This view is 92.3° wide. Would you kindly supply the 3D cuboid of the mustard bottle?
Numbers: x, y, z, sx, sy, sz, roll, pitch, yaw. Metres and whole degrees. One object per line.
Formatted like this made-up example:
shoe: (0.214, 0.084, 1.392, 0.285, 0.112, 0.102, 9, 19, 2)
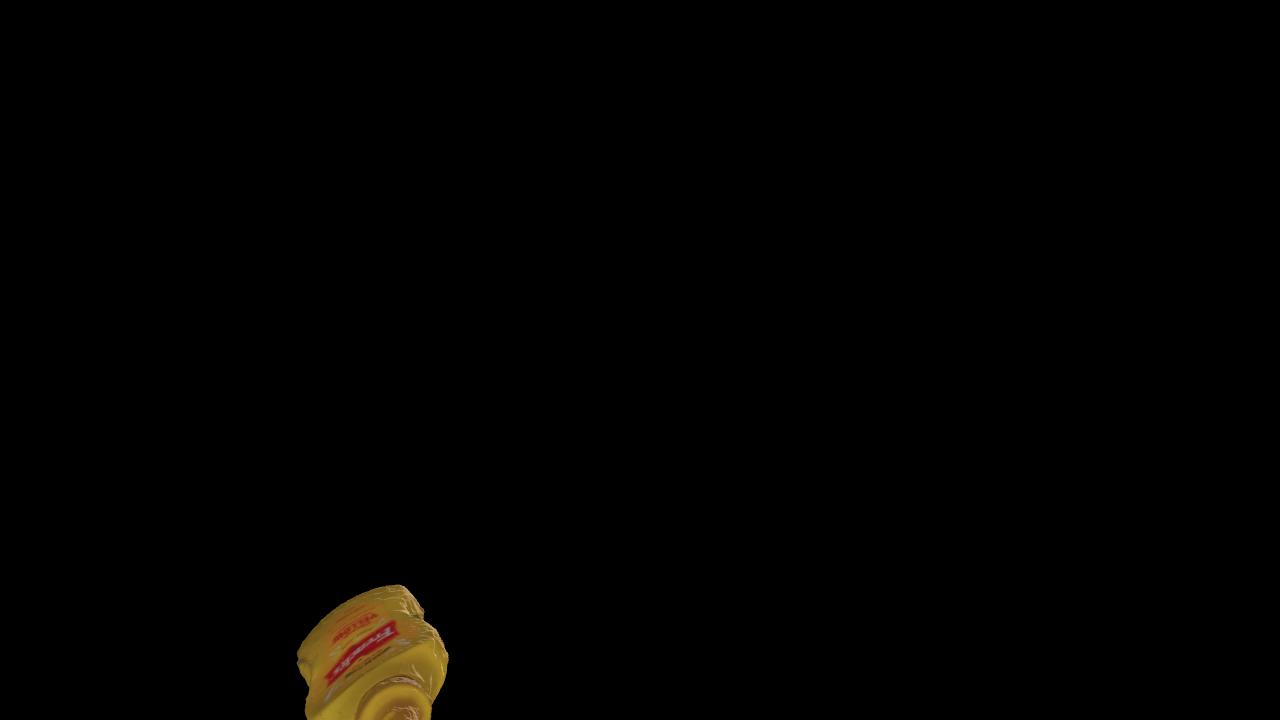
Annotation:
mustard bottle: (-0.180, 0.215, 0.421, 0.092, 0.054, 0.184, -22, 10, -30)
